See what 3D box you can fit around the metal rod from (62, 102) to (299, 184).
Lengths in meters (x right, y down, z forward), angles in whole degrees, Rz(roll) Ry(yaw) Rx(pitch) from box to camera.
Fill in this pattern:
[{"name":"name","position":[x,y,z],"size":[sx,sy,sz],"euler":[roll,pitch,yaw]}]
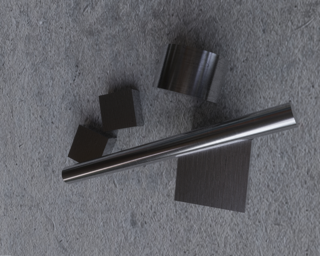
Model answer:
[{"name":"metal rod","position":[-0.001,0.026,0.359],"size":[0.300,0.025,0.025],"euler":[-17,84,29]}]

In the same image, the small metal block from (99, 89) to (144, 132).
[{"name":"small metal block","position":[-0.053,-0.023,0.427],"size":[0.050,0.025,0.050],"euler":[-9,87,19]}]

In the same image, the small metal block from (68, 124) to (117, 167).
[{"name":"small metal block","position":[-0.096,0.027,0.442],"size":[0.050,0.025,0.050],"euler":[24,98,18]}]

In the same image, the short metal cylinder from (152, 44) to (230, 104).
[{"name":"short metal cylinder","position":[0.036,-0.063,0.367],"size":[0.080,0.080,0.050],"euler":[17,96,19]}]

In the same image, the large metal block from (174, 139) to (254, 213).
[{"name":"large metal block","position":[0.066,0.049,0.372],"size":[0.080,0.050,0.079],"euler":[6,92,19]}]
